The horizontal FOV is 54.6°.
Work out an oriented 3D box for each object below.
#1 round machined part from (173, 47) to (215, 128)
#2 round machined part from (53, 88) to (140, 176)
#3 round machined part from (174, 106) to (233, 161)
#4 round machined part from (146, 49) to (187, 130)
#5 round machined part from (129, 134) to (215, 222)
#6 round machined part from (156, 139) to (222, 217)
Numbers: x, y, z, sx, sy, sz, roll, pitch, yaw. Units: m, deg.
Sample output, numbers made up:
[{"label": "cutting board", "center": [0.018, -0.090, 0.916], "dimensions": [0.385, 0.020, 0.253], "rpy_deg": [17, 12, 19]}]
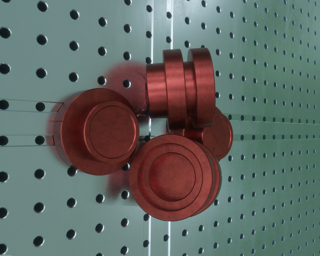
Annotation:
[{"label": "round machined part", "center": [0.038, -0.048, 0.384], "dimensions": [0.042, 0.098, 0.097], "rpy_deg": [-4, 94, 0]}, {"label": "round machined part", "center": [-0.062, 0.004, 0.344], "dimensions": [0.099, 0.042, 0.097], "rpy_deg": [0, 90, -40]}, {"label": "round machined part", "center": [0.070, 0.012, 0.456], "dimensions": [0.099, 0.042, 0.097], "rpy_deg": [0, 90, -40]}, {"label": "round machined part", "center": [0.006, -0.046, 0.381], "dimensions": [0.042, 0.098, 0.097], "rpy_deg": [-4, 94, 0]}, {"label": "round machined part", "center": [0.017, 0.058, 0.369], "dimensions": [0.042, 0.098, 0.098], "rpy_deg": [25, 71, -71]}, {"label": "round machined part", "center": [0.030, 0.063, 0.398], "dimensions": [0.042, 0.098, 0.098], "rpy_deg": [27, 70, -70]}]
